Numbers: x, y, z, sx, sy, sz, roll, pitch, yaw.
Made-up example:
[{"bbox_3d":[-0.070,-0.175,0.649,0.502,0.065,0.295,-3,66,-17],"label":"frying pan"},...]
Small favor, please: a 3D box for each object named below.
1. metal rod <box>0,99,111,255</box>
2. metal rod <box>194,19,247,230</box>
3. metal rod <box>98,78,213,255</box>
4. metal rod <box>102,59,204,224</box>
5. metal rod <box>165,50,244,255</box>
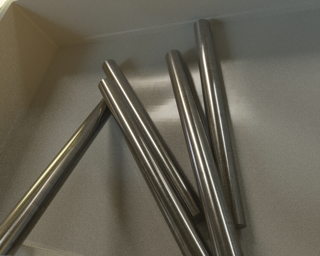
[{"bbox_3d":[-0.107,0.039,0.348,0.025,0.025,0.301,-13,27,21],"label":"metal rod"},{"bbox_3d":[0.068,-0.028,0.387,0.025,0.025,0.299,-15,55,20],"label":"metal rod"},{"bbox_3d":[-0.017,0.035,0.364,0.025,0.025,0.300,-36,51,4],"label":"metal rod"},{"bbox_3d":[-0.022,-0.004,0.419,0.025,0.025,0.300,-36,51,5],"label":"metal rod"},{"bbox_3d":[0.040,0.005,0.362,0.025,0.025,0.300,-23,47,14],"label":"metal rod"}]
